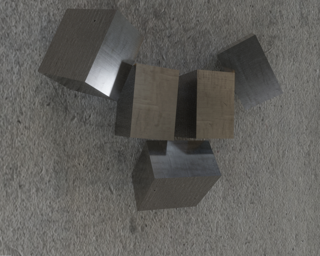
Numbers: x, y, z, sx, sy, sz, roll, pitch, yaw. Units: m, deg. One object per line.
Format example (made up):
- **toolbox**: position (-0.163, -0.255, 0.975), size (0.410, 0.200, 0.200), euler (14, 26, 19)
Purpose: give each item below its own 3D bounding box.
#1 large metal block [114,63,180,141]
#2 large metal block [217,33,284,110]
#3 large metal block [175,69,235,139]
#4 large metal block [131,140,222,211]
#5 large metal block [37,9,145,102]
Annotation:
- **large metal block**: position (-0.019, -0.028, 0.375), size (0.050, 0.080, 0.080), euler (5, 88, -20)
- **large metal block**: position (0.120, -0.079, 0.420), size (0.050, 0.080, 0.080), euler (-26, 101, 20)
- **large metal block**: position (0.052, -0.028, 0.402), size (0.050, 0.080, 0.079), euler (1, 90, -20)
- **large metal block**: position (0.016, 0.059, 0.382), size (0.081, 0.079, 0.050), euler (1, 51, -20)
- **large metal block**: position (-0.076, -0.082, 0.344), size (0.050, 0.080, 0.080), euler (32, 77, -54)
